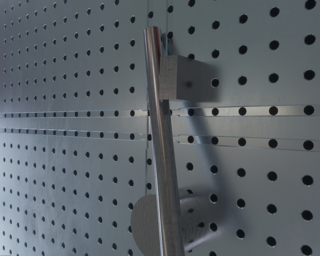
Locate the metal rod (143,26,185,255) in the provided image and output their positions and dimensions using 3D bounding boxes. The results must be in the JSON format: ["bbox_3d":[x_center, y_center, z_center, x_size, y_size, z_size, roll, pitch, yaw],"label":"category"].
[{"bbox_3d":[0.003,0.010,0.366,0.025,0.025,0.299,-22,63,38],"label":"metal rod"}]

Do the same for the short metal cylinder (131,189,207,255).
[{"bbox_3d":[0.010,0.119,0.385,0.080,0.050,0.080,0,90,40],"label":"short metal cylinder"}]

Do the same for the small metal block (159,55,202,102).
[{"bbox_3d":[0.025,-0.057,0.372,0.025,0.050,0.050,3,92,40],"label":"small metal block"}]
